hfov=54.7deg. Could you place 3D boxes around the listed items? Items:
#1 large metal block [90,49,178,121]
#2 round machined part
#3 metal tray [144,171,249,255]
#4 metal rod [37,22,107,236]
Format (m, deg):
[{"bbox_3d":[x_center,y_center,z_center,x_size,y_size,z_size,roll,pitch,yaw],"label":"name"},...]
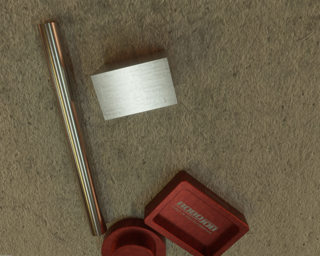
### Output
[{"bbox_3d":[-0.026,-0.053,0.360,0.080,0.080,0.050,-13,110,4],"label":"large metal block"},{"bbox_3d":[-0.040,0.190,0.470,0.099,0.042,0.097,0,110,-1],"label":"round machined part"},{"bbox_3d":[0.053,0.134,0.457,0.130,0.030,0.090,38,105,-13],"label":"metal tray"},{"bbox_3d":[-0.112,0.016,0.414,0.025,0.025,0.298,-7,110,2],"label":"metal rod"}]
